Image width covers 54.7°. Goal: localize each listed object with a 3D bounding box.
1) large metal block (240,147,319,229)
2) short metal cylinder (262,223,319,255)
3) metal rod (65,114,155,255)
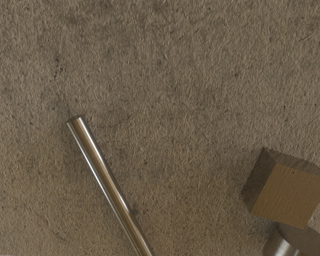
[{"bbox_3d":[0.171,0.083,0.429,0.080,0.050,0.079,18,109,-7],"label":"large metal block"},{"bbox_3d":[0.197,0.177,0.448,0.080,0.080,0.050,15,109,-6],"label":"short metal cylinder"},{"bbox_3d":[-0.057,0.118,0.452,0.025,0.025,0.299,-21,109,7],"label":"metal rod"}]
